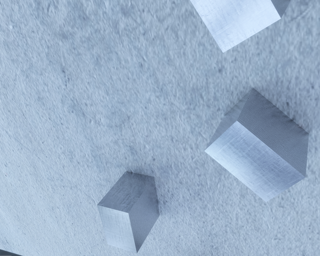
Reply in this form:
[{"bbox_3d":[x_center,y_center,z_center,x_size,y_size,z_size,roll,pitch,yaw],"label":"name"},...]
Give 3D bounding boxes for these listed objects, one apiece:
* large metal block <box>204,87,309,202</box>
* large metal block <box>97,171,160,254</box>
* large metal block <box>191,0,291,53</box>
[{"bbox_3d":[0.104,0.015,0.325,0.080,0.080,0.050,40,129,0],"label":"large metal block"},{"bbox_3d":[-0.044,0.125,0.470,0.050,0.080,0.079,7,122,24],"label":"large metal block"},{"bbox_3d":[0.064,-0.121,0.262,0.050,0.080,0.080,-27,104,37],"label":"large metal block"}]
